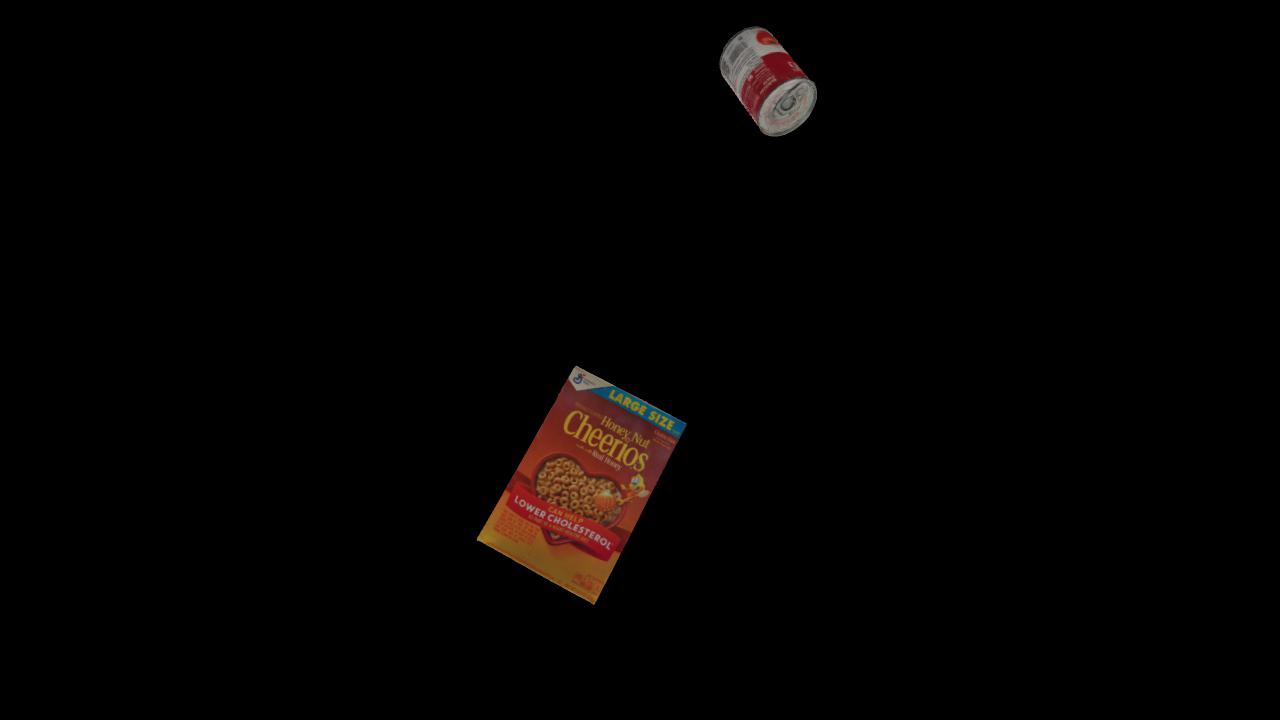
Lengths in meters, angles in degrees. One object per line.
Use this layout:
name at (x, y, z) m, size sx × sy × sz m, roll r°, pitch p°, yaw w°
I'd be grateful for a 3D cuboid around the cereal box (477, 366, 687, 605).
cereal box at (-0.086, 0.188, 0.961) m, size 0.203 × 0.306 × 0.081 m, roll 29°, pitch -13°, yaw 2°

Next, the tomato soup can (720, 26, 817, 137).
tomato soup can at (0.134, -0.298, 0.657) m, size 0.068 × 0.101 × 0.068 m, roll -18°, pitch -30°, yaw -11°
